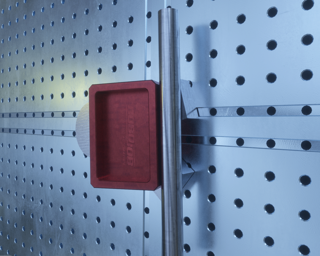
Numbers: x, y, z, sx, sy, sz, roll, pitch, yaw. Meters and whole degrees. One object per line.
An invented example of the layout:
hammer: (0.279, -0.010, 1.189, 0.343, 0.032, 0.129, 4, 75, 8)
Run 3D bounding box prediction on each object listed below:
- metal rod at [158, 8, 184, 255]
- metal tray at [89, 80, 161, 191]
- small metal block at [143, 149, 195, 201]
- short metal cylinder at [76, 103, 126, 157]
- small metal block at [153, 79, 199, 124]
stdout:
metal rod: (0.013, 0.012, 0.364, 0.025, 0.025, 0.298, -2, 89, 39)
metal tray: (-0.041, 0.009, 0.386, 0.090, 0.030, 0.129, -1, 89, 20)
small metal block: (0.008, 0.059, 0.400, 0.050, 0.025, 0.050, 46, 117, 29)
short metal cylinder: (-0.079, 0.002, 0.454, 0.080, 0.050, 0.079, 0, 90, 39)
small metal block: (0.016, -0.029, 0.394, 0.050, 0.025, 0.050, -19, 78, 38)
